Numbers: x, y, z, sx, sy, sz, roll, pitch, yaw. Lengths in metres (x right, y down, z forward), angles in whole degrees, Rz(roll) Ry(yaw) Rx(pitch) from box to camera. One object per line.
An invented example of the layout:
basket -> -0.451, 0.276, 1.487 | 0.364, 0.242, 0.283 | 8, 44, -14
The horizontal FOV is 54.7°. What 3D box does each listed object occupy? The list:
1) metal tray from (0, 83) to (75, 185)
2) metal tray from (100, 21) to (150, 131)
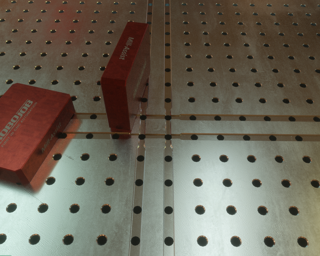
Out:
metal tray -> -0.181, 0.001, 0.401 | 0.090, 0.030, 0.130 | 13, 51, 10
metal tray -> -0.042, -0.073, 0.425 | 0.030, 0.089, 0.130 | 9, 51, 7
